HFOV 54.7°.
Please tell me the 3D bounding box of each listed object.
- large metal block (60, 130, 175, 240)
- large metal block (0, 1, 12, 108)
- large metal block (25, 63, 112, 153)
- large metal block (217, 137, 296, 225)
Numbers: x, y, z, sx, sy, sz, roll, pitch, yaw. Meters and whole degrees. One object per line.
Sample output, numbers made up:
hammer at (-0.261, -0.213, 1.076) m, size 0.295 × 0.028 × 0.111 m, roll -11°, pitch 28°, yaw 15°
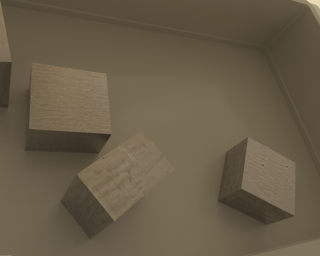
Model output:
large metal block at (-0.044, 0.058, 0.311) m, size 0.050 × 0.080 × 0.081 m, roll 50°, pitch 51°, yaw 6°
large metal block at (-0.186, -0.074, 0.315) m, size 0.050 × 0.080 × 0.080 m, roll -7°, pitch 65°, yaw -31°
large metal block at (-0.103, -0.020, 0.346) m, size 0.081 × 0.050 × 0.080 m, roll 5°, pitch 60°, yaw -26°
large metal block at (0.131, 0.072, 0.416) m, size 0.080 × 0.050 × 0.080 m, roll 28°, pitch 52°, yaw -11°
